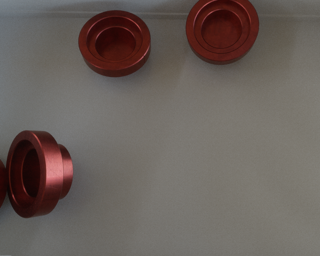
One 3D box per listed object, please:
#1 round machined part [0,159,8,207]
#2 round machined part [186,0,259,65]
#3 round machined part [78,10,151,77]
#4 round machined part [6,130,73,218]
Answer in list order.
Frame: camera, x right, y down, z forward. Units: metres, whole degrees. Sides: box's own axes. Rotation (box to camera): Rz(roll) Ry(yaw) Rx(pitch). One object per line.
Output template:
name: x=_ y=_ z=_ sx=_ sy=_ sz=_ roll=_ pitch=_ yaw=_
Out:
round machined part: x=-0.235 y=0.070 z=0.361 sx=0.098 sy=0.042 sz=0.098 roll=-4 pitch=72 yaw=12
round machined part: x=0.088 y=-0.138 z=0.442 sx=0.098 sy=0.042 sz=0.097 roll=0 pitch=87 yaw=9
round machined part: x=-0.062 y=-0.115 z=0.442 sx=0.099 sy=0.042 sz=0.098 roll=0 pitch=70 yaw=-1
round machined part: x=-0.138 y=0.052 z=0.362 sx=0.098 sy=0.042 sz=0.097 roll=-3 pitch=85 yaw=42
